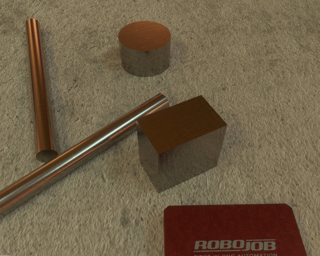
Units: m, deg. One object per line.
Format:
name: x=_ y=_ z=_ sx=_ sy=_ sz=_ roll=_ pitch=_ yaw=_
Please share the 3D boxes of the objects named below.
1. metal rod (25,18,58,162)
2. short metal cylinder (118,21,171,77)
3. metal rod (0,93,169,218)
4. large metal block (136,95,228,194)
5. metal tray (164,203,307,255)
metal rod: x=-0.182 y=-0.076 z=0.464 sx=0.025 sy=0.025 sz=0.299 roll=-14 pitch=52 yaw=-12
short metal cylinder: x=-0.024 y=-0.126 z=0.493 sx=0.081 sy=0.050 sz=0.080 roll=0 pitch=50 yaw=0
metal rod: x=-0.108 y=0.039 z=0.369 sx=0.302 sy=0.025 sz=0.025 roll=-34 pitch=58 yaw=-26
large metal block: x=0.022 y=0.019 z=0.352 sx=0.081 sy=0.080 sz=0.050 roll=-22 pitch=54 yaw=-18
metal tray: x=0.070 y=0.122 z=0.299 sx=0.131 sy=0.030 sz=0.090 roll=-1 pitch=50 yaw=-1
